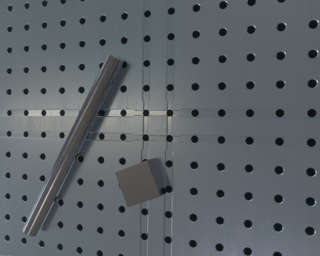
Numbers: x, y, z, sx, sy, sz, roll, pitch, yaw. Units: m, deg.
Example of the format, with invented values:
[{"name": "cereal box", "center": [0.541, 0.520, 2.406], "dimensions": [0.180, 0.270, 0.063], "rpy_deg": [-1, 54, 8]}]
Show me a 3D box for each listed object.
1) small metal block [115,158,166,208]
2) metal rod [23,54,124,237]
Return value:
[{"name": "small metal block", "center": [-0.026, 0.074, 0.422], "dimensions": [0.050, 0.025, 0.050], "rpy_deg": [-23, 83, 18]}, {"name": "metal rod", "center": [-0.131, 0.031, 0.458], "dimensions": [0.025, 0.025, 0.299], "rpy_deg": [31, 100, 17]}]
